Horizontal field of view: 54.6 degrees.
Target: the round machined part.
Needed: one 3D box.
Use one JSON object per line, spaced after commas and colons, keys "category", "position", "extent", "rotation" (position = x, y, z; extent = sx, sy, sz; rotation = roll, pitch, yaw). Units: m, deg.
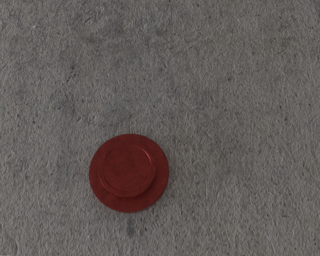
{"category": "round machined part", "position": [-0.038, 0.053, 0.380], "extent": [0.099, 0.042, 0.098], "rotation": [0, 70, 0]}
